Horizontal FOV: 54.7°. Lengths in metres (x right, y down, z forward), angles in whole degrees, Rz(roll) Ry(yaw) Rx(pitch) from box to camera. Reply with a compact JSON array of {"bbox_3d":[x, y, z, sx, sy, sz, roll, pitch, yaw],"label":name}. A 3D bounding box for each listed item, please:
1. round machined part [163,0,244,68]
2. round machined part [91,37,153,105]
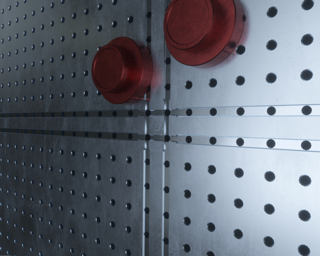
[{"bbox_3d":[0.043,-0.122,0.361,0.098,0.042,0.097,0,90,39],"label":"round machined part"},{"bbox_3d":[-0.061,-0.083,0.446,0.098,0.042,0.097,0,90,39],"label":"round machined part"}]
